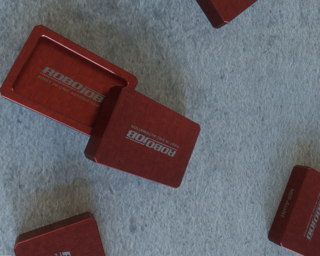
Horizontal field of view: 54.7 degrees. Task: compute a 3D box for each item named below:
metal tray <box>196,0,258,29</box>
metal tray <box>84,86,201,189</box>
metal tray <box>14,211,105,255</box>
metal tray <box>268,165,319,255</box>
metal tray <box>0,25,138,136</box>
[{"bbox_3d":[0.108,-0.217,0.447,0.130,0.030,0.090,-40,103,-16],"label":"metal tray"},{"bbox_3d":[-0.016,0.015,0.381,0.131,0.030,0.090,25,82,-36],"label":"metal tray"},{"bbox_3d":[-0.108,0.177,0.367,0.091,0.030,0.129,-15,95,-20],"label":"metal tray"},{"bbox_3d":[0.237,0.136,0.496,0.090,0.030,0.130,27,81,-18],"label":"metal tray"},{"bbox_3d":[-0.104,-0.049,0.368,0.131,0.030,0.090,27,81,-18],"label":"metal tray"}]
